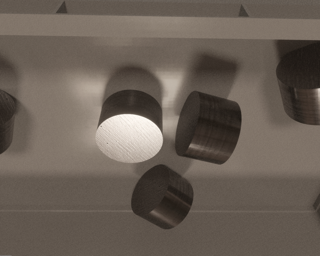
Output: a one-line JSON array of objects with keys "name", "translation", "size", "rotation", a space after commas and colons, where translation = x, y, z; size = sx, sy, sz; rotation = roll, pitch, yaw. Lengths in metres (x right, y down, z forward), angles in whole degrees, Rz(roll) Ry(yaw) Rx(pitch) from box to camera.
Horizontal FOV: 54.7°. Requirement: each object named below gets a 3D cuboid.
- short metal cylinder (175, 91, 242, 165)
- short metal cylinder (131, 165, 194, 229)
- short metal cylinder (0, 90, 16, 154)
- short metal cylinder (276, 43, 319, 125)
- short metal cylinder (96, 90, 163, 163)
[{"name": "short metal cylinder", "translation": [0.056, 0.000, 0.374], "size": [0.050, 0.080, 0.079], "rotation": [14, 129, -12]}, {"name": "short metal cylinder", "translation": [0.003, 0.102, 0.460], "size": [0.080, 0.080, 0.050], "rotation": [-37, 121, 27]}, {"name": "short metal cylinder", "translation": [-0.216, -0.008, 0.363], "size": [0.081, 0.080, 0.050], "rotation": [16, 128, -13]}, {"name": "short metal cylinder", "translation": [0.172, -0.049, 0.334], "size": [0.080, 0.080, 0.050], "rotation": [-18, 128, 14]}, {"name": "short metal cylinder", "translation": [-0.037, -0.001, 0.391], "size": [0.081, 0.050, 0.079], "rotation": [0, 130, 0]}]
